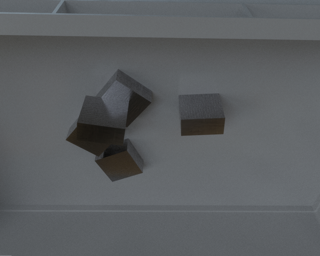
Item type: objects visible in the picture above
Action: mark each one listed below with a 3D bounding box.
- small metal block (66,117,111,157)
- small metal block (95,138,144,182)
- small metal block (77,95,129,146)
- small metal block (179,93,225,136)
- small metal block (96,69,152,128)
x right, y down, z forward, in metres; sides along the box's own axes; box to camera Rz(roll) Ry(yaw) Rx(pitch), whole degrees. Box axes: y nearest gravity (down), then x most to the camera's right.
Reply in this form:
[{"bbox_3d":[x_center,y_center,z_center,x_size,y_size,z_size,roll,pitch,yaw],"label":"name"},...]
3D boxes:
[{"bbox_3d":[-0.088,0.005,0.412,0.050,0.025,0.050,32,123,-25],"label":"small metal block"},{"bbox_3d":[-0.058,0.047,0.449,0.050,0.025,0.050,-19,128,14],"label":"small metal block"},{"bbox_3d":[-0.064,-0.009,0.351,0.050,0.050,0.025,8,130,-7],"label":"small metal block"},{"bbox_3d":[0.050,-0.017,0.379,0.050,0.050,0.025,-2,130,1],"label":"small metal block"},{"bbox_3d":[-0.046,-0.035,0.379,0.050,0.025,0.050,31,123,-24],"label":"small metal block"}]
